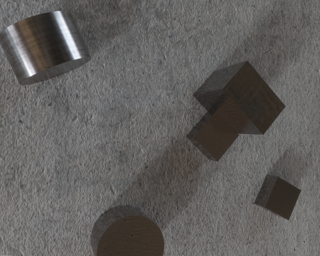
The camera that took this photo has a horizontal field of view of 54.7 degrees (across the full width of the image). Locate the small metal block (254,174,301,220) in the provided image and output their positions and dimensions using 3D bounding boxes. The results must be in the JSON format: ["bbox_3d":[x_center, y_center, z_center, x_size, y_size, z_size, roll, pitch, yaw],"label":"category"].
[{"bbox_3d":[0.181,0.106,0.477,0.050,0.025,0.050,30,80,-18],"label":"small metal block"}]

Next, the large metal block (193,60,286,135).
[{"bbox_3d":[0.104,-0.037,0.418,0.080,0.080,0.050,45,76,-15],"label":"large metal block"}]

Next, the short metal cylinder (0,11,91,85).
[{"bbox_3d":[-0.122,-0.084,0.335,0.081,0.080,0.050,-25,99,-18],"label":"short metal cylinder"}]

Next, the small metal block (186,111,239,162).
[{"bbox_3d":[0.074,0.011,0.437,0.050,0.025,0.050,45,76,-15],"label":"small metal block"}]

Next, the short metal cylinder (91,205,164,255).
[{"bbox_3d":[-0.041,0.141,0.381,0.081,0.050,0.080,0,90,-20],"label":"short metal cylinder"}]
